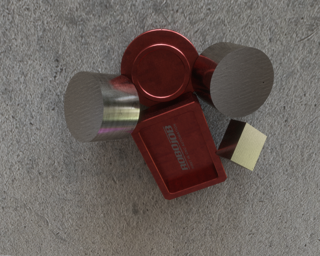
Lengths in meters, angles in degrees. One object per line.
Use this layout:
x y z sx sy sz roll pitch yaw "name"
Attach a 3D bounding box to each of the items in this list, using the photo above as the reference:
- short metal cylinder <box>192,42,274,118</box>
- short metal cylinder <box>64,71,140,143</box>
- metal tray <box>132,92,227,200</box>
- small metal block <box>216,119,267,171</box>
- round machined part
0.085 -0.058 0.366 0.081 0.050 0.079 -7 113 -17 "short metal cylinder"
-0.070 -0.024 0.365 0.050 0.080 0.079 -4 118 -46 "short metal cylinder"
0.026 0.028 0.407 0.090 0.030 0.129 -21 119 7 "metal tray"
0.106 0.022 0.401 0.050 0.025 0.050 27 85 -37 "small metal block"
0.001 -0.069 0.377 0.099 0.042 0.097 0 110 0 "round machined part"
